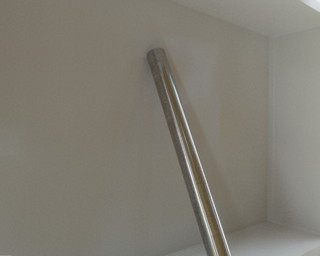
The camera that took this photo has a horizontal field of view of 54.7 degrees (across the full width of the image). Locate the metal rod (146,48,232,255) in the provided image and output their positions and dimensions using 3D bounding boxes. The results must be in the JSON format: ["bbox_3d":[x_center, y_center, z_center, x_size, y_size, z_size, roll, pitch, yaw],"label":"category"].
[{"bbox_3d":[0.035,0.039,0.362,0.025,0.025,0.299,-1,68,-40],"label":"metal rod"}]
